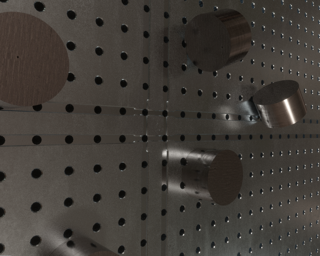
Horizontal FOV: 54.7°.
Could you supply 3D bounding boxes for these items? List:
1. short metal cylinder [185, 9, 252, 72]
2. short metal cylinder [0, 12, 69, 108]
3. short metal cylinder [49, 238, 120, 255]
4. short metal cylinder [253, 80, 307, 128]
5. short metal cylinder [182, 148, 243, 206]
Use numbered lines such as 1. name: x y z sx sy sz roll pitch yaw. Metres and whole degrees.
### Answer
1. short metal cylinder: 0.082 -0.126 0.444 0.050 0.080 0.080 -27 108 -37
2. short metal cylinder: -0.132 -0.058 0.283 0.081 0.050 0.079 0 90 -40
3. short metal cylinder: -0.080 0.164 0.328 0.081 0.050 0.079 0 90 -40
4. short metal cylinder: 0.215 -0.044 0.557 0.080 0.080 0.050 -45 118 -31
5. short metal cylinder: 0.079 0.071 0.462 0.081 0.050 0.079 -1 91 -40
